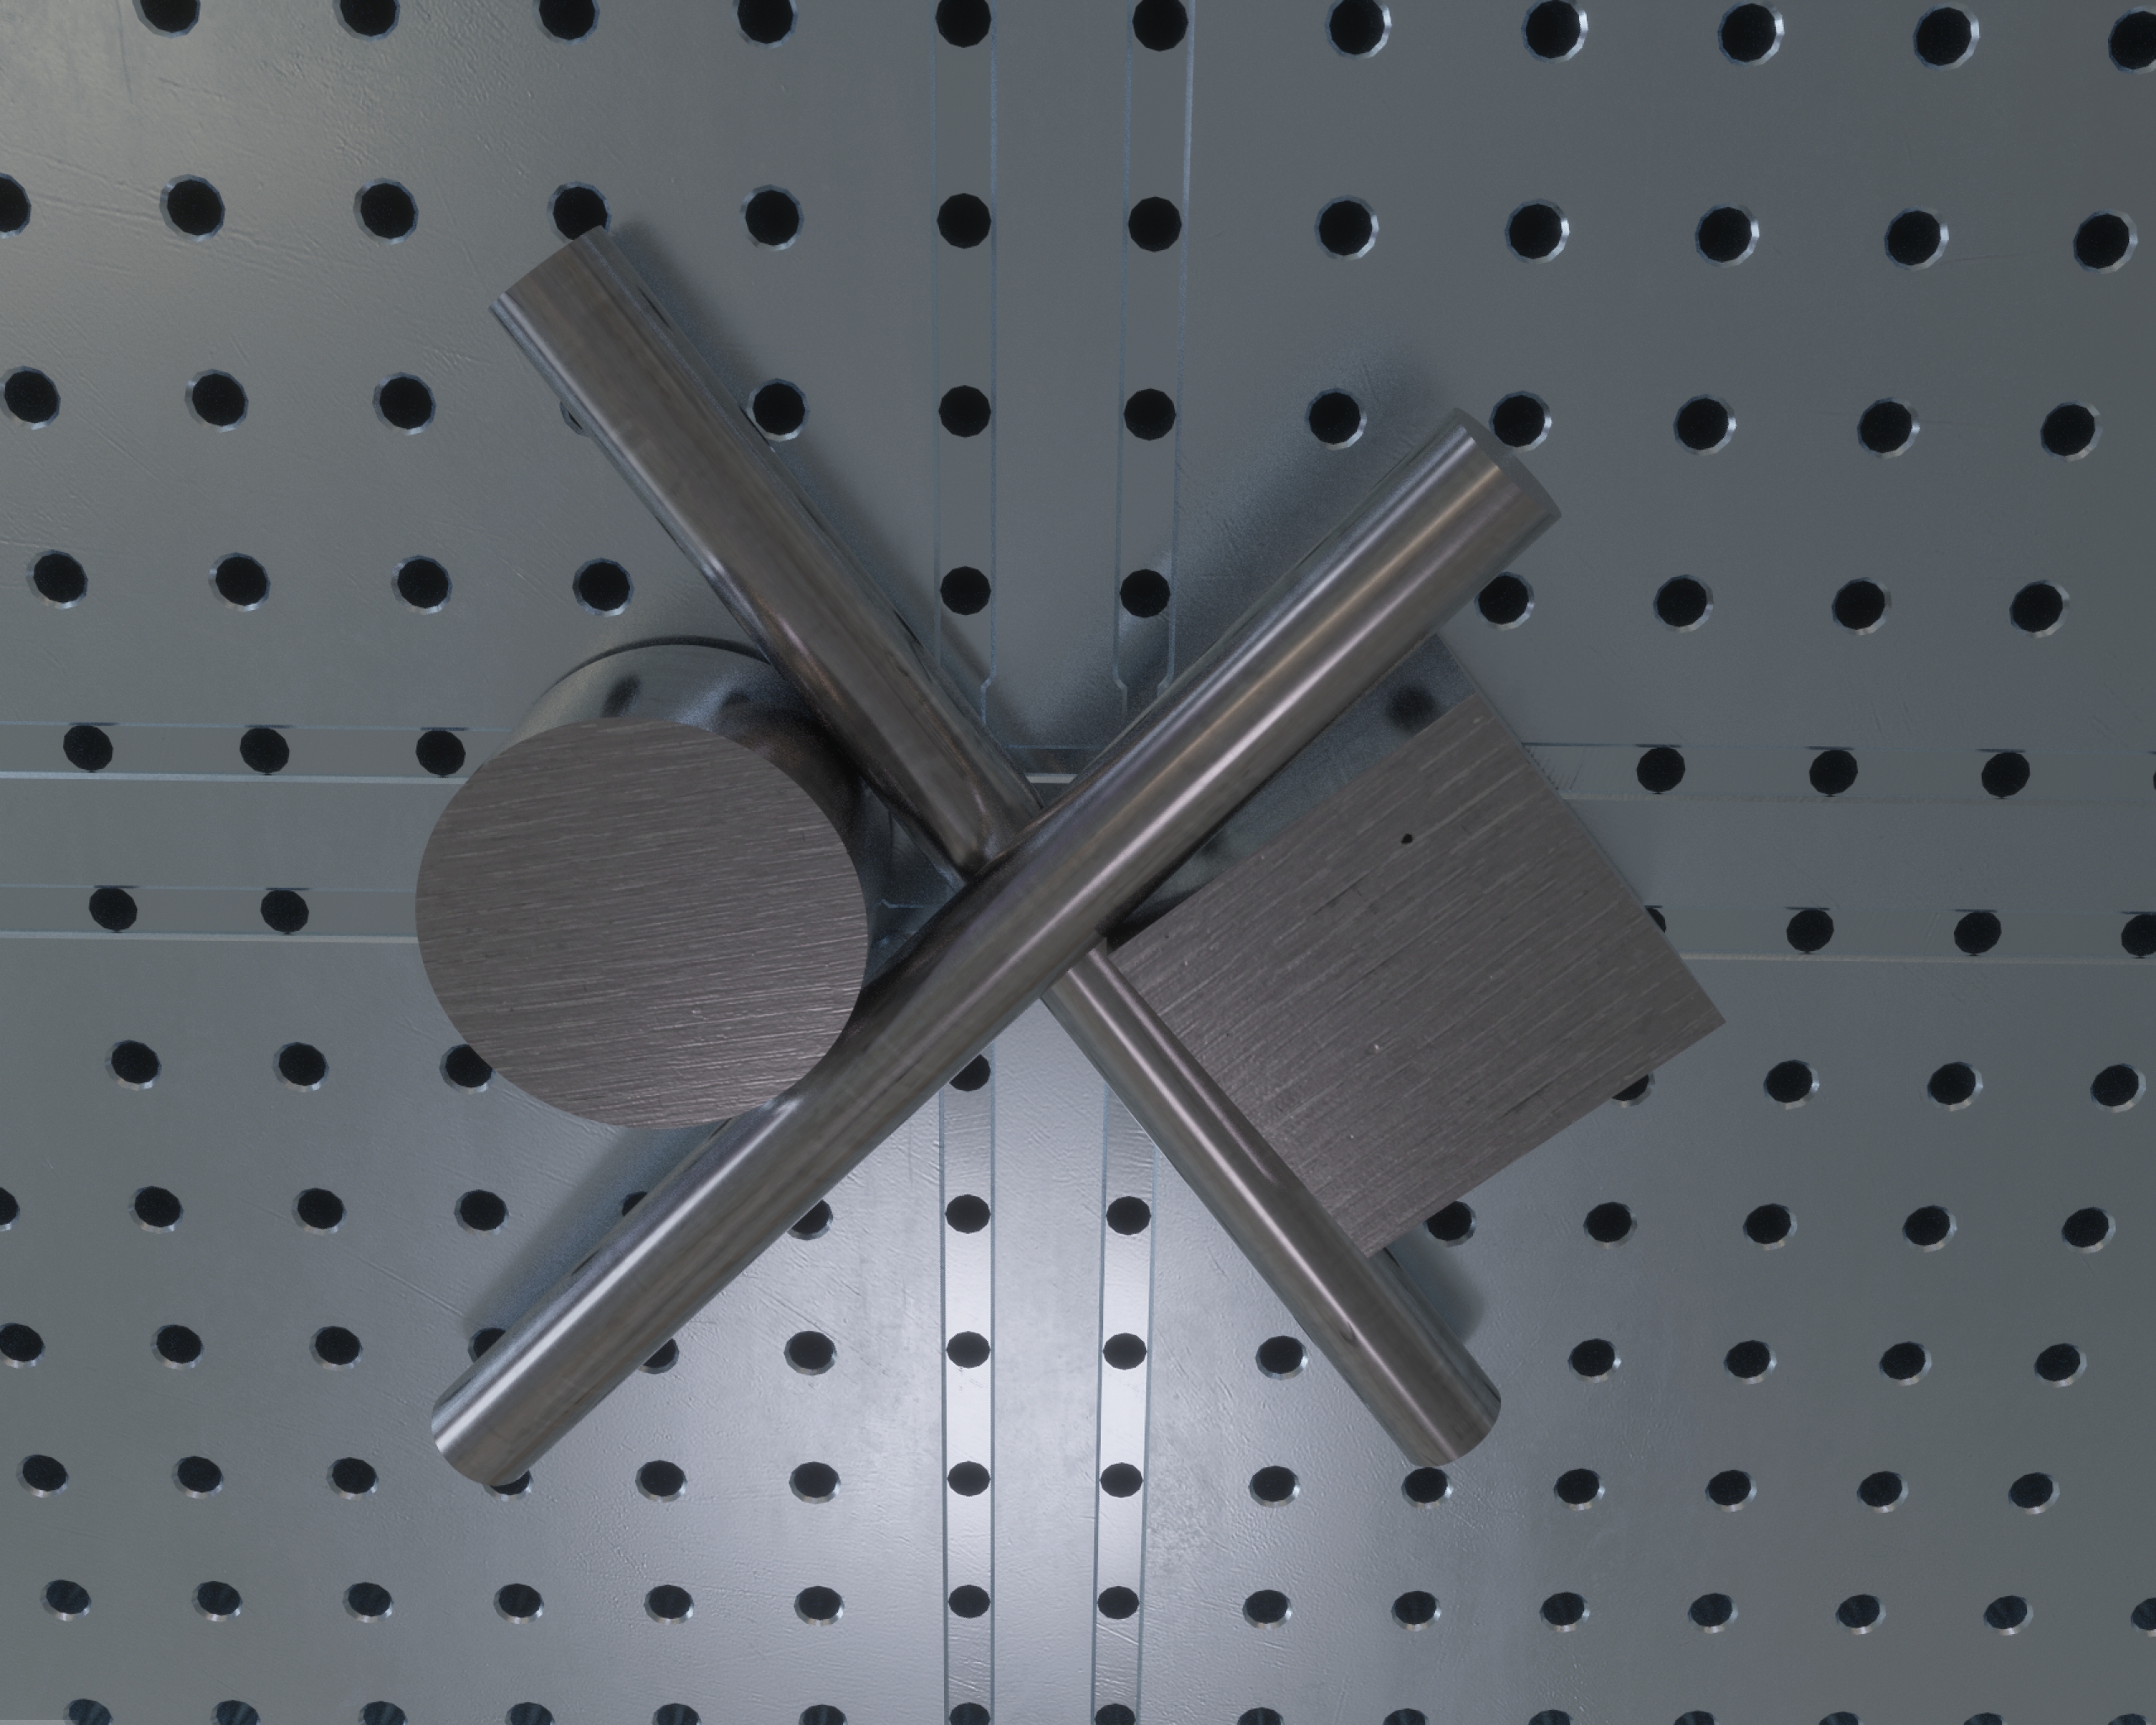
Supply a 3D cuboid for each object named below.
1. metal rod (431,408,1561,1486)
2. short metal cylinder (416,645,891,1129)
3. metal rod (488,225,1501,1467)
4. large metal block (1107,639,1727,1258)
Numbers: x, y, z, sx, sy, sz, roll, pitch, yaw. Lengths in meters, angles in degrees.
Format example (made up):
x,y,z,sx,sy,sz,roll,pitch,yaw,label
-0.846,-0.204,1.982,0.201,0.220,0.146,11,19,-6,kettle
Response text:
x,y,z,sx,sy,sz,roll,pitch,yaw,label
-0.030,0.030,0.398,0.025,0.025,0.299,41,113,-14,metal rod
-0.078,0.004,0.397,0.081,0.050,0.079,0,110,0,short metal cylinder
-0.006,0.008,0.412,0.025,0.025,0.300,-34,107,11,metal rod
0.062,0.014,0.401,0.080,0.050,0.080,-37,106,12,large metal block
